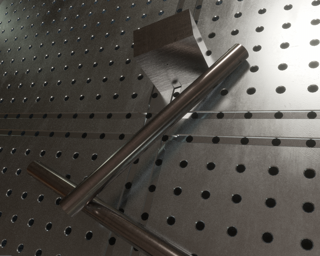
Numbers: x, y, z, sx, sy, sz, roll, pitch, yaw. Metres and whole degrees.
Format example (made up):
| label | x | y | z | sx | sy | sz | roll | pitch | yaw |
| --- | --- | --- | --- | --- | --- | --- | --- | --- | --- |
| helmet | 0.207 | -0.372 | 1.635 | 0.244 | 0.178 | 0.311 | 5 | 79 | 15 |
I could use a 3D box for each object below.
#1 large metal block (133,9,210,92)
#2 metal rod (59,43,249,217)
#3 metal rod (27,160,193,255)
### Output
| label | x | y | z | sx | sy | sz | roll | pitch | yaw |
| --- | --- | --- | --- | --- | --- | --- | --- | --- | --- |
| large metal block | 0.018 | -0.102 | 0.425 | 0.080 | 0.080 | 0.050 | -16 | 56 | 19 |
| metal rod | -0.001 | -0.003 | 0.391 | 0.301 | 0.025 | 0.025 | -42 | 51 | -9 |
| metal rod | -0.073 | 0.103 | 0.381 | 0.300 | 0.025 | 0.025 | 20 | 72 | 35 |
